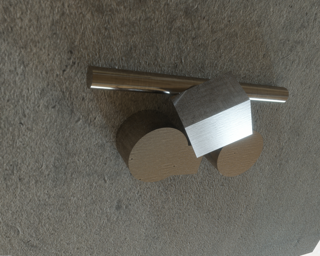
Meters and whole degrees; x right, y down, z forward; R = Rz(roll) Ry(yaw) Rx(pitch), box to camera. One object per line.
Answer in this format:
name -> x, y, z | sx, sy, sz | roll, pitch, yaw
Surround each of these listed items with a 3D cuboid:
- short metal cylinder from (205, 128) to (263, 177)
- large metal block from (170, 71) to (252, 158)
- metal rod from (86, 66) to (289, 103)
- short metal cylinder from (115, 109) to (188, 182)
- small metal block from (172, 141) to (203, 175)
short metal cylinder -> 0.106, 0.026, 0.466 | 0.081, 0.050, 0.079 | -14, 124, -21
large metal block -> 0.068, -0.015, 0.397 | 0.080, 0.050, 0.080 | -24, 145, 3
metal rod -> 0.056, -0.053, 0.406 | 0.303, 0.025, 0.025 | 1, 118, -29
short metal cylinder -> -0.011, 0.022, 0.399 | 0.081, 0.050, 0.079 | -14, 124, -21
small metal block -> 0.034, 0.041, 0.453 | 0.050, 0.025, 0.050 | 2, 118, -29
